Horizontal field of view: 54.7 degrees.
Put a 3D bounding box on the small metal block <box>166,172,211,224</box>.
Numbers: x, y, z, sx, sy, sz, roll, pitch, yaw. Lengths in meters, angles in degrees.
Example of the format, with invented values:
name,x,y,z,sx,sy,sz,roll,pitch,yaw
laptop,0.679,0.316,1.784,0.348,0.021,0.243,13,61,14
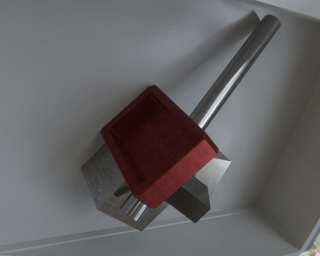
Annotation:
name,x,y,z,sx,sy,sz,roll,pitch,yaw
small metal block,0.029,0.073,0.358,0.050,0.050,0.025,39,106,-8

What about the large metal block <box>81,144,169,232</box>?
name,x,y,z,sx,sy,sz,roll,pitch,yaw
large metal block,-0.045,0.074,0.395,0.050,0.080,0.080,-45,130,3

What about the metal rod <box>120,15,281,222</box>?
name,x,y,z,sx,sy,sz,roll,pitch,yaw
metal rod,0.056,-0.022,0.367,0.300,0.025,0.025,-52,131,-13

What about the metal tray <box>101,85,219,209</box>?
name,x,y,z,sx,sy,sz,roll,pitch,yaw
metal tray,-0.008,0.013,0.344,0.090,0.130,0.030,-41,129,1

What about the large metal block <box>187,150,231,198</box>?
name,x,y,z,sx,sy,sz,roll,pitch,yaw
large metal block,0.038,0.053,0.428,0.050,0.080,0.080,14,111,-35
